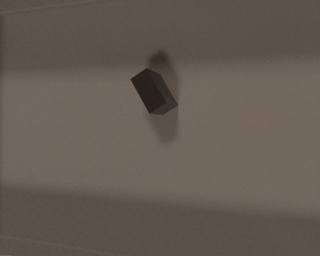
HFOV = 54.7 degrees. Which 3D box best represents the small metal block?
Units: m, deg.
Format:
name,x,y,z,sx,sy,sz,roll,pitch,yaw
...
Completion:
name,x,y,z,sx,sy,sz,roll,pitch,yaw
small metal block,-0.006,-0.045,0.399,0.025,0.050,0.050,-32,80,17
